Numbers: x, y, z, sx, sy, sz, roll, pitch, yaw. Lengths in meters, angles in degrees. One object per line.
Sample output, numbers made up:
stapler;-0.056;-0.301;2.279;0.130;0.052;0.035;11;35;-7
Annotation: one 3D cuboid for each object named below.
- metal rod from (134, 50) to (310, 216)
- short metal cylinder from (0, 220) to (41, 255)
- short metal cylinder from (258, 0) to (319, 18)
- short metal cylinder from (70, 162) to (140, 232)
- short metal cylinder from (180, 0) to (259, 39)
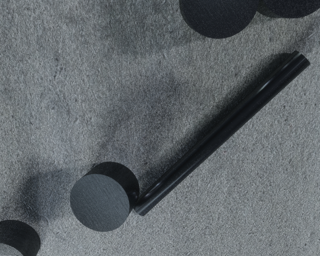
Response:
metal rod;0.072;0.016;0.416;0.025;0.025;0.299;41;105;-14
short metal cylinder;-0.228;0.186;0.463;0.081;0.050;0.079;0;110;0
short metal cylinder;0.140;-0.162;0.338;0.081;0.050;0.079;0;110;-1
short metal cylinder;-0.073;0.091;0.420;0.080;0.050;0.079;2;102;11
short metal cylinder;0.063;-0.142;0.345;0.081;0.050;0.079;0;110;0
